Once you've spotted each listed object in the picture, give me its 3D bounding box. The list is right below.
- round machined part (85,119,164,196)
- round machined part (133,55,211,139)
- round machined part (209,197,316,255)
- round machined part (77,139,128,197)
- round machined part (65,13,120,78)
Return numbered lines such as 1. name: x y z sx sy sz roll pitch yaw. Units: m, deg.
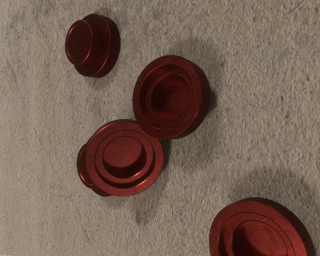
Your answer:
1. round machined part: -0.047 0.036 0.407 0.042 0.099 0.097 -142 60 -74
2. round machined part: 0.017 -0.035 0.374 0.098 0.042 0.097 -4 83 36
3. round machined part: 0.102 0.118 0.309 0.098 0.042 0.097 0 90 39
4. round machined part: -0.087 0.054 0.463 0.098 0.042 0.097 0 90 39
5. round machined part: -0.111 -0.129 0.483 0.098 0.042 0.097 0 90 39
